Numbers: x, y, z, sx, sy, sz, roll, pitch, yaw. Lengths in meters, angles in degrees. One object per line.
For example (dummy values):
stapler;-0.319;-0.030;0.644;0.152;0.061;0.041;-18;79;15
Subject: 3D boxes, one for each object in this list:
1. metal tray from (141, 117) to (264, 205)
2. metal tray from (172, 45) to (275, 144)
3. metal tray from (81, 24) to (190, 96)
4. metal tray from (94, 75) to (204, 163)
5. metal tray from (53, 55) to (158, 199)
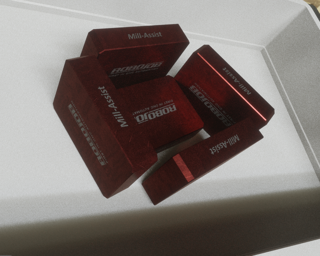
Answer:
metal tray;0.051;0.038;0.367;0.131;0.090;0.030;-23;74;-36
metal tray;0.080;-0.039;0.431;0.130;0.090;0.030;45;52;3
metal tray;-0.036;-0.087;0.396;0.131;0.090;0.030;-17;71;-35
metal tray;-0.016;-0.013;0.400;0.131;0.030;0.090;-22;74;-36
metal tray;-0.064;0.001;0.327;0.030;0.090;0.130;-23;75;-37
